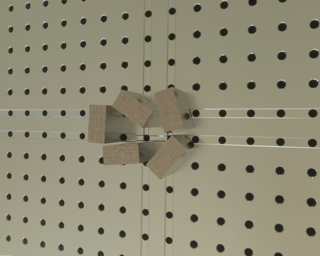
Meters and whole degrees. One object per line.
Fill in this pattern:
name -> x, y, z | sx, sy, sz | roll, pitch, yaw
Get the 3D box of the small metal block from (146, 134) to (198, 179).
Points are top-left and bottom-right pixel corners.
small metal block -> 0.016, 0.035, 0.393 | 0.025, 0.050, 0.050 | 44, 104, 15

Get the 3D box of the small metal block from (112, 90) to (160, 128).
small metal block -> -0.026, -0.025, 0.409 | 0.050, 0.050, 0.025 | 35, 102, 16

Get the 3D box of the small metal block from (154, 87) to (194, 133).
small metal block -> 0.019, -0.021, 0.392 | 0.025, 0.050, 0.050 | -17, 84, 19

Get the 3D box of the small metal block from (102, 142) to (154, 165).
small metal block -> -0.041, 0.033, 0.414 | 0.050, 0.050, 0.025 | -5, 88, 20

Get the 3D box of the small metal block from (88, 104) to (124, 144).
small metal block -> -0.073, -0.006, 0.426 | 0.025, 0.050, 0.050 | 4, 92, 20
